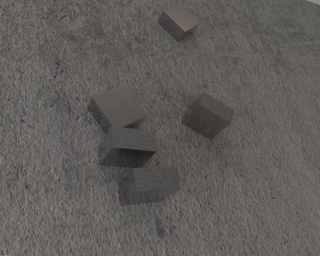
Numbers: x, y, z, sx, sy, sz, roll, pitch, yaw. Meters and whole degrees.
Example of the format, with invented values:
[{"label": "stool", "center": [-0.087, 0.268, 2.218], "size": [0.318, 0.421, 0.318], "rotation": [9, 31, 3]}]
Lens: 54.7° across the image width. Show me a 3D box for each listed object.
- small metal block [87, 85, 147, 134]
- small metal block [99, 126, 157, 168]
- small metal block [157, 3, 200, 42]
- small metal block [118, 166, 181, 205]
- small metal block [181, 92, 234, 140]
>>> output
[{"label": "small metal block", "center": [-0.053, -0.020, 0.387], "size": [0.050, 0.025, 0.050], "rotation": [-29, 78, -37]}, {"label": "small metal block", "center": [-0.038, 0.023, 0.353], "size": [0.050, 0.050, 0.025], "rotation": [8, 59, -24]}, {"label": "small metal block", "center": [0.033, -0.182, 0.532], "size": [0.050, 0.025, 0.050], "rotation": [45, 51, 3]}, {"label": "small metal block", "center": [-0.013, 0.064, 0.341], "size": [0.050, 0.050, 0.025], "rotation": [2, 61, -27]}, {"label": "small metal block", "center": [0.066, -0.016, 0.433], "size": [0.050, 0.050, 0.025], "rotation": [30, 52, -9]}]
